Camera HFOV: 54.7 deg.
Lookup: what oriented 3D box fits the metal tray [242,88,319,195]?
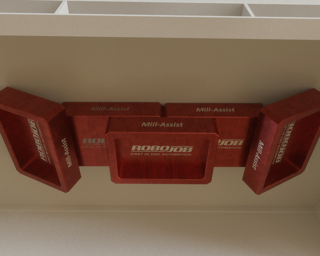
[{"bbox_3d":[0.160,0.020,0.397,0.091,0.030,0.129,-19,134,-21],"label":"metal tray"}]

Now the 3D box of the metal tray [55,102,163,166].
[{"bbox_3d":[-0.062,0.010,0.413,0.131,0.030,0.089,0,130,0],"label":"metal tray"}]

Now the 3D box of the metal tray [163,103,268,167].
[{"bbox_3d":[0.069,0.011,0.415,0.131,0.030,0.089,0,130,0],"label":"metal tray"}]

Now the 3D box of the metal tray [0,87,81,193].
[{"bbox_3d":[-0.155,0.018,0.394,0.090,0.030,0.129,17,133,19],"label":"metal tray"}]

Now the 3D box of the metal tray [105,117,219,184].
[{"bbox_3d":[0.002,0.030,0.390,0.131,0.030,0.089,1,130,-1],"label":"metal tray"}]
